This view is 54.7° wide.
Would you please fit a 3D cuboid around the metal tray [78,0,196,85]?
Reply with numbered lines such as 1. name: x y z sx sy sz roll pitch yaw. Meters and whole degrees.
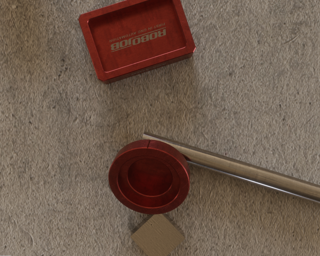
1. metal tray: -0.029 -0.120 0.406 0.131 0.030 0.090 -18 90 -1

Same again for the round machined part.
1. round machined part: -0.011 0.057 0.389 0.099 0.042 0.097 3 116 6

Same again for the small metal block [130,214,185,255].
1. small metal block: -0.003 0.141 0.410 0.050 0.025 0.050 -43 91 0

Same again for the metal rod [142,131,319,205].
1. metal rod: 0.120 0.060 0.411 0.302 0.025 0.025 17 90 -1
